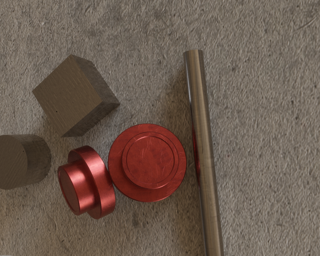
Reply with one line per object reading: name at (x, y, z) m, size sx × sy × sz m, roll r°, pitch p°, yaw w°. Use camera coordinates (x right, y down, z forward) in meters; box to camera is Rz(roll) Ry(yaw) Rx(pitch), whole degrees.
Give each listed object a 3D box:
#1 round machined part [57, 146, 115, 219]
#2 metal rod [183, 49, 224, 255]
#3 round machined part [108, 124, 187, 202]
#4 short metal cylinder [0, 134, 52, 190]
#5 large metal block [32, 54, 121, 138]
round machined part at (-0.102, 0.075, 0.409) m, size 0.098 × 0.042 × 0.097 m, roll 31°, pitch 131°, yaw 45°
metal rod at (0.057, 0.052, 0.388) m, size 0.025 × 0.025 × 0.298 m, roll -6°, pitch 88°, yaw 20°
round machined part at (-0.014, 0.042, 0.381) m, size 0.099 × 0.042 × 0.098 m, roll 2°, pitch 77°, yaw -10°
short metal cylinder at (-0.215, 0.050, 0.472) m, size 0.080 × 0.050 × 0.079 m, roll 0°, pitch 90°, yaw 20°
large metal block at (-0.118, -0.043, 0.437) m, size 0.080 × 0.050 × 0.080 m, roll -38°, pitch 78°, yaw 16°
